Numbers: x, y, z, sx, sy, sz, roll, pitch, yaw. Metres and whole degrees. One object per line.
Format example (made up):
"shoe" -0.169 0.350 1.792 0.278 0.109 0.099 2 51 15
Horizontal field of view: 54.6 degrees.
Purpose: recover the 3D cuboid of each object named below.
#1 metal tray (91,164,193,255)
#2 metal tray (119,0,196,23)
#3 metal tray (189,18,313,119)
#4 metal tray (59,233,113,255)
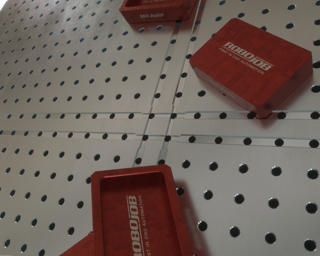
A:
"metal tray" -0.022 0.102 0.320 0.091 0.030 0.130 -5 47 -11
"metal tray" 0.001 -0.232 0.547 0.130 0.030 0.090 9 66 32
"metal tray" 0.111 -0.081 0.397 0.090 0.030 0.130 -44 51 -2
"metal tray" -0.083 0.186 0.312 0.090 0.030 0.130 -37 38 10
